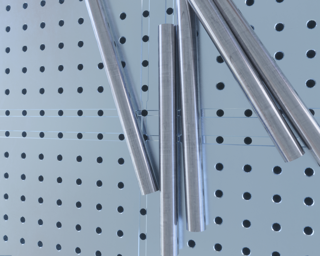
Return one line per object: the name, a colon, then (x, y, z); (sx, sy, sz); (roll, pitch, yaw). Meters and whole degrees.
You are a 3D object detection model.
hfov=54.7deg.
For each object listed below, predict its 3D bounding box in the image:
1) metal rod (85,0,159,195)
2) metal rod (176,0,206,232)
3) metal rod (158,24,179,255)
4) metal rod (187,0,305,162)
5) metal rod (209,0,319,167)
metal rod: (-0.056, -0.056, 0.431); (0.025, 0.025, 0.299); (-19, 84, 19)
metal rod: (0.039, -0.020, 0.398); (0.025, 0.025, 0.298); (-3, 89, 19)
metal rod: (0.011, 0.015, 0.407); (0.025, 0.025, 0.298); (-1, 90, 19)
metal rod: (0.082, -0.096, 0.369); (0.025, 0.025, 0.299); (-31, 85, 17)
metal rod: (0.117, -0.087, 0.371); (0.025, 0.025, 0.299); (-33, 80, 16)
